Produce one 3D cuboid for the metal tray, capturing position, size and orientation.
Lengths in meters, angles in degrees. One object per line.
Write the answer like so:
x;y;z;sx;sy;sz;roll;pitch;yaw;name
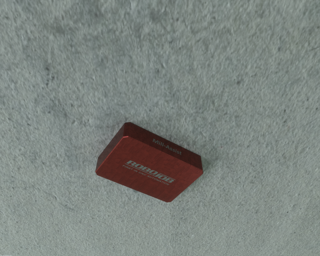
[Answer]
-0.015;0.054;0.450;0.131;0.030;0.090;26;125;-21;metal tray
